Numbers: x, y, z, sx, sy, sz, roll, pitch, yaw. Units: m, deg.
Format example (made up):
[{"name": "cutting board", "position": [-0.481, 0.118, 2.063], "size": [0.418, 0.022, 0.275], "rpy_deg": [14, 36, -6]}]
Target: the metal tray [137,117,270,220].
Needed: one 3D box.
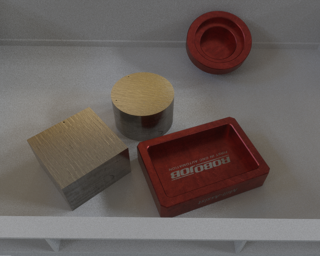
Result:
[{"name": "metal tray", "position": [0.048, 0.042, 0.366], "size": [0.131, 0.030, 0.090], "rpy_deg": [-16, 52, -13]}]

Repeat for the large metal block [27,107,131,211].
[{"name": "large metal block", "position": [-0.091, 0.033, 0.360], "size": [0.081, 0.050, 0.080], "rpy_deg": [-32, 58, -25]}]

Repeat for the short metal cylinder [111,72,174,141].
[{"name": "short metal cylinder", "position": [-0.022, -0.029, 0.413], "size": [0.081, 0.050, 0.080], "rpy_deg": [0, 50, 0]}]

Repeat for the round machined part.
[{"name": "round machined part", "position": [0.090, -0.129, 0.487], "size": [0.099, 0.042, 0.098], "rpy_deg": [0, 77, 0]}]
